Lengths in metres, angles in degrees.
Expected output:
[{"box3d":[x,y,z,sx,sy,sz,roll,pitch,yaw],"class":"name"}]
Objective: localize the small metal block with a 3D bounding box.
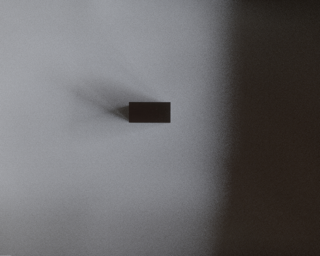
[{"box3d":[-0.012,-0.019,0.399,0.050,0.050,0.025,0,90,-1],"class":"small metal block"}]
